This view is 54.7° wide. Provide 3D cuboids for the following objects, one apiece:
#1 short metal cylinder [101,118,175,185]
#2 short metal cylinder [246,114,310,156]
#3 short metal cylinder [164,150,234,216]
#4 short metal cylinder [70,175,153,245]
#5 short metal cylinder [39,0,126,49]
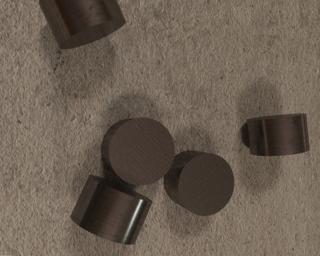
[{"bbox_3d":[-0.029,0.027,0.386,0.081,0.050,0.079,0,90,-21],"label":"short metal cylinder"},{"bbox_3d":[0.168,0.008,0.444,0.081,0.080,0.050,-8,93,-20],"label":"short metal cylinder"},{"bbox_3d":[0.051,0.072,0.416,0.081,0.050,0.079,0,90,-21],"label":"short metal cylinder"},{"bbox_3d":[-0.055,0.093,0.360,0.080,0.080,0.050,26,82,-19],"label":"short metal cylinder"},{"bbox_3d":[-0.086,-0.129,0.348,0.081,0.080,0.050,-26,99,-18],"label":"short metal cylinder"}]
